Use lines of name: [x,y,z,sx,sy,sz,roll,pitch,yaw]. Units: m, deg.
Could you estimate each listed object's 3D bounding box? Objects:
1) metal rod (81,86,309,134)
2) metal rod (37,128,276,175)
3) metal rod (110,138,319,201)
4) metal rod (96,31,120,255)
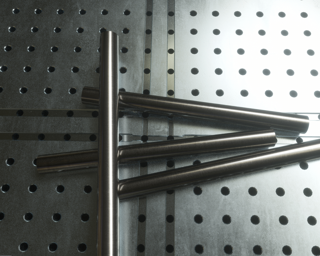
metal rod: [0.045,-0.025,0.421,0.301,0.025,0.025,8,70,3]
metal rod: [-0.002,0.030,0.400,0.302,0.025,0.025,-7,70,-3]
metal rod: [0.085,0.051,0.393,0.302,0.025,0.025,-11,71,-4]
metal rod: [-0.063,0.014,0.378,0.025,0.025,0.299,-3,70,-1]
